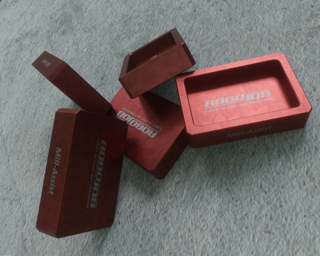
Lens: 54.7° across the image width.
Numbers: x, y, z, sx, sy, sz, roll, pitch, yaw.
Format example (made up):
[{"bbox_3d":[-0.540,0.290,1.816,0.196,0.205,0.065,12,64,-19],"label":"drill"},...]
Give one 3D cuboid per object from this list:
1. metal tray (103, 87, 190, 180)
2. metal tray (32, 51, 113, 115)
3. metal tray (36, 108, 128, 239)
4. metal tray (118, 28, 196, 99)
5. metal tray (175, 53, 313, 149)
[{"bbox_3d":[-0.023,-0.001,0.413,0.130,0.030,0.090,29,77,37],"label":"metal tray"},{"bbox_3d":[-0.130,-0.063,0.449,0.030,0.090,0.130,-49,35,-6],"label":"metal tray"},{"bbox_3d":[-0.083,0.049,0.350,0.030,0.090,0.129,6,85,31],"label":"metal tray"},{"bbox_3d":[-0.006,-0.093,0.423,0.090,0.030,0.130,-27,23,10],"label":"metal tray"},{"bbox_3d":[0.089,-0.033,0.354,0.131,0.030,0.090,-11,55,4],"label":"metal tray"}]
